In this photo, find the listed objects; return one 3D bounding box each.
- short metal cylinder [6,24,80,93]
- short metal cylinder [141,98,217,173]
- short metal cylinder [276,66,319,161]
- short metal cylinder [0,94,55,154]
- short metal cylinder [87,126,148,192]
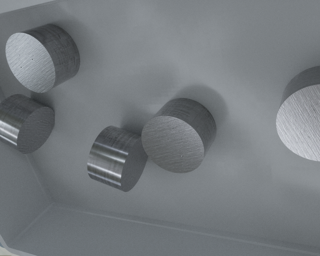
[{"bbox_3d":[-0.156,-0.094,0.417,0.080,0.050,0.079,13,124,21],"label":"short metal cylinder"},{"bbox_3d":[0.024,0.009,0.385,0.080,0.050,0.079,13,124,21],"label":"short metal cylinder"},{"bbox_3d":[0.158,-0.014,0.300,0.080,0.050,0.079,13,124,21],"label":"short metal cylinder"},{"bbox_3d":[-0.211,-0.006,0.481,0.050,0.080,0.079,25,127,13],"label":"short metal cylinder"},{"bbox_3d":[-0.055,0.042,0.428,0.050,0.080,0.079,17,125,18],"label":"short metal cylinder"}]
